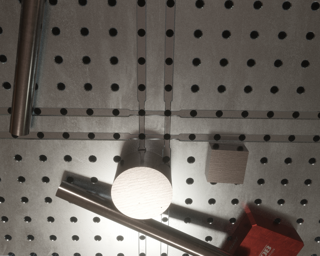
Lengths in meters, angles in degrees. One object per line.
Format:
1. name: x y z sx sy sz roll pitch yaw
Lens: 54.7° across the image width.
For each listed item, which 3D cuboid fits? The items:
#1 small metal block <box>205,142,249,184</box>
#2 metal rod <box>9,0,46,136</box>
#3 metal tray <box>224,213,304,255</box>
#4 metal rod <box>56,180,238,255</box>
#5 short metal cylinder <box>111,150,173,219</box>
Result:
1. small metal block: 0.092 0.049 0.433 0.050 0.025 0.050 3 110 -2
2. metal rod: -0.150 -0.130 0.363 0.025 0.025 0.298 13 109 -5
3. metal tray: 0.150 0.205 0.489 0.090 0.030 0.129 23 108 -9
4. metal rod: -0.006 0.148 0.450 0.301 0.025 0.025 24 108 -3
5. short metal cylinder: -0.024 0.078 0.428 0.081 0.050 0.079 0 110 0
